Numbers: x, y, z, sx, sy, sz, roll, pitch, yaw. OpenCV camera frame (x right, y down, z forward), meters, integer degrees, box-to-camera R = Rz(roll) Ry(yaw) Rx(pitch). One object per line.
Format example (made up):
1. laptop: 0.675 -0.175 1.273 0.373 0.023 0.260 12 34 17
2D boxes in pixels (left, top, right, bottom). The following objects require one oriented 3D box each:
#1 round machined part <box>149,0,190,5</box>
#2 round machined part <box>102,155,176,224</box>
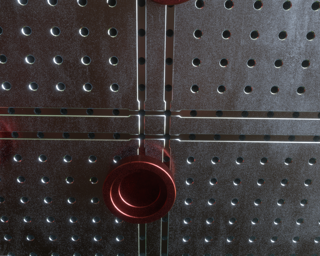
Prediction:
1. round machined part: 0.010 -0.185 0.336 0.099 0.042 0.097 0 110 -1
2. round machined part: -0.028 0.081 0.434 0.099 0.042 0.097 0 110 -1
